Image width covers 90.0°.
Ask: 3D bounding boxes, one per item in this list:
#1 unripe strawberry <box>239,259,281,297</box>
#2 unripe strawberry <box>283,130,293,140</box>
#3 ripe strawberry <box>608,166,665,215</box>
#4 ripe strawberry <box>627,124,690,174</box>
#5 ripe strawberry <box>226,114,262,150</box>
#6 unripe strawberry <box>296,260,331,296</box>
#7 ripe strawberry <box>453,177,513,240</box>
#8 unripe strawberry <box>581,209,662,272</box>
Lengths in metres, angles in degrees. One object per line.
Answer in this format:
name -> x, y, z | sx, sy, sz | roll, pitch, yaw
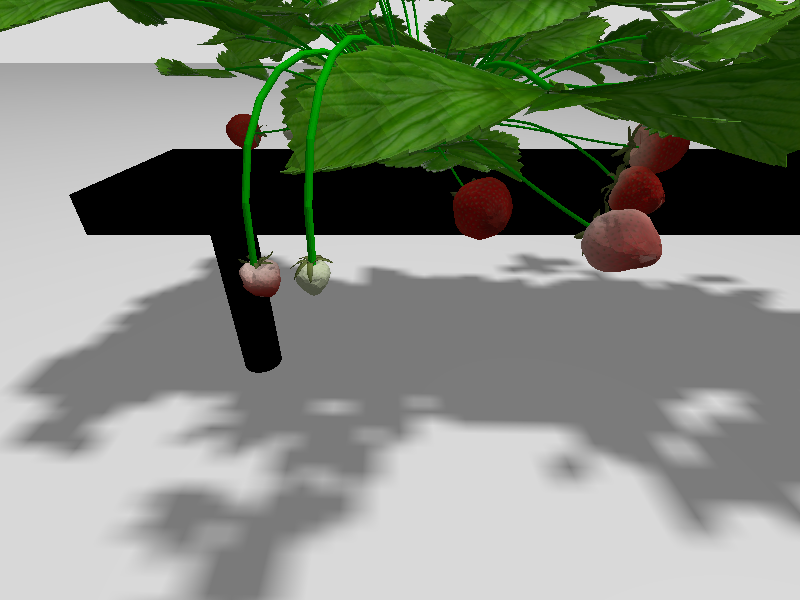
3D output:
unripe strawberry -> -0.050, -0.007, 0.145 | 0.015, 0.014, 0.014 | 9, 33, 15
unripe strawberry -> -0.116, -0.173, 0.418 | 0.011, 0.011, 0.011 | 21, 37, 29
ripe strawberry -> 0.134, -0.060, 0.226 | 0.025, 0.028, 0.027 | -26, 57, -35
ripe strawberry -> 0.206, -0.122, 0.317 | 0.042, 0.041, 0.039 | 3, 32, 4
ripe strawberry -> -0.155, -0.164, 0.391 | 0.034, 0.033, 0.032 | 11, 34, 19
unripe strawberry -> -0.027, -0.007, 0.126 | 0.011, 0.011, 0.011 | 6, 33, 9
ripe strawberry -> 0.042, -0.044, 0.201 | 0.030, 0.032, 0.033 | -4, 33, -7
unripe strawberry -> 0.094, -0.023, 0.168 | 0.031, 0.028, 0.028 | -11, 34, -18
